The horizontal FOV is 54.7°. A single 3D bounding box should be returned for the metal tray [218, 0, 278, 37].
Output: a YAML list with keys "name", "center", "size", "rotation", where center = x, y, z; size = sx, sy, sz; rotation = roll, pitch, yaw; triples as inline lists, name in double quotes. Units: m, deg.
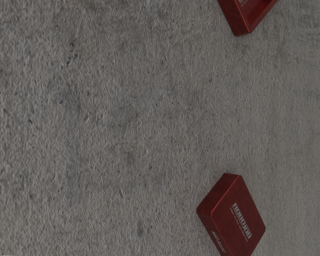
- name: "metal tray"
  center: [0.152, -0.229, 0.527]
  size: [0.130, 0.030, 0.090]
  rotation: [-50, 119, -28]

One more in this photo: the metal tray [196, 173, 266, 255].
- name: "metal tray"
  center: [0.119, 0.149, 0.501]
  size: [0.090, 0.030, 0.130]
  rotation: [-43, 116, -31]
